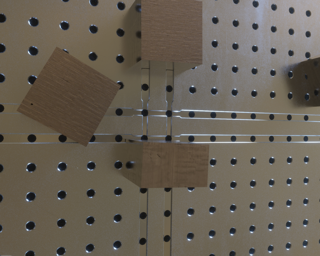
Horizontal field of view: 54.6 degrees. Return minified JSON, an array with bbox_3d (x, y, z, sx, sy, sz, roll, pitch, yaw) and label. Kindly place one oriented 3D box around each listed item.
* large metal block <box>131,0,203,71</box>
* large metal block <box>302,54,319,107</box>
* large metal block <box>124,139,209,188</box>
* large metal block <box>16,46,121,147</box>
[{"bbox_3d":[0.007,-0.121,0.402,0.081,0.050,0.080,0,90,-20],"label":"large metal block"},{"bbox_3d":[0.292,-0.088,0.506,0.081,0.050,0.080,-24,98,-18],"label":"large metal block"},{"bbox_3d":[0.005,0.042,0.385,0.081,0.080,0.050,3,89,-20],"label":"large metal block"},{"bbox_3d":[-0.105,-0.033,0.361,0.080,0.050,0.080,31,80,-18],"label":"large metal block"}]
